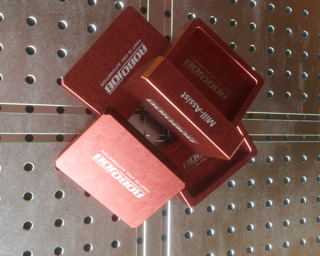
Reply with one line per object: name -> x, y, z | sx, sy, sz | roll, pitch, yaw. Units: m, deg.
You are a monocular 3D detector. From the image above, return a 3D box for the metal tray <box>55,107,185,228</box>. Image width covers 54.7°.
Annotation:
metal tray -> -0.045, 0.050, 0.374 | 0.090, 0.030, 0.130 | -43, 105, 11

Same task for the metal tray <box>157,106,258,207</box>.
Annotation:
metal tray -> 0.065, 0.035, 0.434 | 0.131, 0.030, 0.090 | -35, 102, -17

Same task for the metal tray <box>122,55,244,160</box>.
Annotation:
metal tray -> 0.023, -0.019, 0.355 | 0.130, 0.090, 0.030 | 42, 77, -16

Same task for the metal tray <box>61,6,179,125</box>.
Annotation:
metal tray -> -0.048, -0.075, 0.392 | 0.090, 0.030, 0.130 | 41, 77, -16

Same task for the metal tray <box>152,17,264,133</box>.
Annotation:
metal tray -> 0.064, -0.065, 0.402 | 0.130, 0.030, 0.090 | 38, 78, -17
